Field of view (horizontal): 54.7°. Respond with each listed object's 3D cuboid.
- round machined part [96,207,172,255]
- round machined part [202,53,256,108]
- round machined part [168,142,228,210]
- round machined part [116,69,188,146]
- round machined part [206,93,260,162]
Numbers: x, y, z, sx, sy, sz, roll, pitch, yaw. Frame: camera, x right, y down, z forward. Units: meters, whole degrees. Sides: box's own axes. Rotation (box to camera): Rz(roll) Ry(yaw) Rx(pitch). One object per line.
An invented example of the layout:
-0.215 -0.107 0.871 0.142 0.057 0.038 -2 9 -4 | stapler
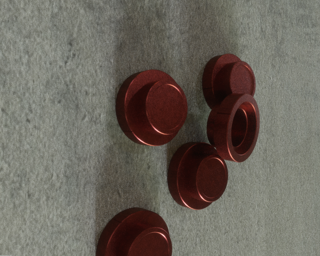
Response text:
-0.024 0.150 0.376 0.099 0.042 0.097 0 90 -40 | round machined part
0.116 -0.070 0.493 0.099 0.042 0.097 0 90 -40 | round machined part
0.061 0.069 0.448 0.099 0.042 0.097 0 90 -40 | round machined part
-0.003 -0.026 0.393 0.099 0.042 0.097 0 90 -40 | round machined part
0.104 -0.002 0.449 0.099 0.042 0.097 -11 104 -47 | round machined part
